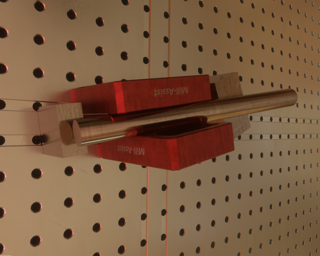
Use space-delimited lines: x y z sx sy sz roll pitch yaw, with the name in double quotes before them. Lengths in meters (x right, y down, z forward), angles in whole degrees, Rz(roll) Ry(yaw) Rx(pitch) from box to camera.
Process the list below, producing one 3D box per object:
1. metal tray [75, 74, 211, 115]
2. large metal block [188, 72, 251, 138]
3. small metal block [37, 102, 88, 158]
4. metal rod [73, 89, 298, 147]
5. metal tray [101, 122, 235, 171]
"metal tray" -0.017 -0.039 0.353 0.131 0.090 0.030 -12 99 -40
"large metal block" 0.070 -0.028 0.433 0.050 0.080 0.080 -29 108 -37
"small metal block" -0.099 0.001 0.311 0.025 0.050 0.050 -11 97 -40
"metal rod" 0.053 -0.019 0.357 0.303 0.025 0.025 -11 97 -30
"metal tray" 0.004 0.015 0.346 0.091 0.130 0.030 -13 99 -40
